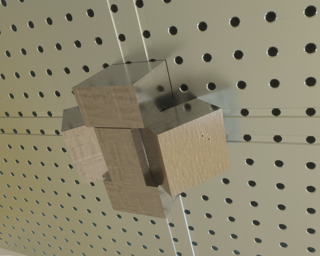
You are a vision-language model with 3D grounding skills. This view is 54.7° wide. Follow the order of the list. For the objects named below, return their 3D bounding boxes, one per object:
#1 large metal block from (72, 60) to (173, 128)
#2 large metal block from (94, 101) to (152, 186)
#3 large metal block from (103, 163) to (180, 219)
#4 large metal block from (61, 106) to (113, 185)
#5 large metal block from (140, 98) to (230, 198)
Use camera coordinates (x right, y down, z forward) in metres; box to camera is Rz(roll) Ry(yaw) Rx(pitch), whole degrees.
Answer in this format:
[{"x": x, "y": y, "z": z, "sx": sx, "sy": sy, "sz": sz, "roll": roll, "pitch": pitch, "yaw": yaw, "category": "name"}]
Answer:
[{"x": -0.041, "y": -0.041, "z": 0.369, "sx": 0.080, "sy": 0.080, "sz": 0.050, "roll": 1, "pitch": 119, "yaw": 27, "category": "large metal block"}, {"x": -0.030, "y": 0.016, "z": 0.399, "sx": 0.050, "sy": 0.080, "sz": 0.079, "roll": 1, "pitch": 119, "yaw": 27, "category": "large metal block"}, {"x": -0.017, "y": 0.072, "z": 0.426, "sx": 0.080, "sy": 0.080, "sz": 0.050, "roll": 1, "pitch": 119, "yaw": 27, "category": "large metal block"}, {"x": -0.096, "y": 0.017, "z": 0.426, "sx": 0.050, "sy": 0.080, "sz": 0.080, "roll": -17, "pitch": 116, "yaw": -8, "category": "large metal block"}, {"x": 0.029, "y": 0.020, "z": 0.361, "sx": 0.050, "sy": 0.081, "sz": 0.079, "roll": 33, "pitch": 141, "yaw": 57, "category": "large metal block"}]
